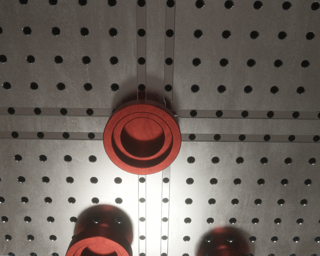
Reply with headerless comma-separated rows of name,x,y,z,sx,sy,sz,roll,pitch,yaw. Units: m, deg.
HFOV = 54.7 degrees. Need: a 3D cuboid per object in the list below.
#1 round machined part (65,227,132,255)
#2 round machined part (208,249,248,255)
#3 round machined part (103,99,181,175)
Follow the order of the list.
round machined part,-0.091,0.192,0.474,0.099,0.042,0.097,0,110,-1
round machined part,0.106,0.233,0.492,0.099,0.042,0.097,0,110,-1
round machined part,-0.022,0.009,0.407,0.099,0.042,0.097,0,110,-1
